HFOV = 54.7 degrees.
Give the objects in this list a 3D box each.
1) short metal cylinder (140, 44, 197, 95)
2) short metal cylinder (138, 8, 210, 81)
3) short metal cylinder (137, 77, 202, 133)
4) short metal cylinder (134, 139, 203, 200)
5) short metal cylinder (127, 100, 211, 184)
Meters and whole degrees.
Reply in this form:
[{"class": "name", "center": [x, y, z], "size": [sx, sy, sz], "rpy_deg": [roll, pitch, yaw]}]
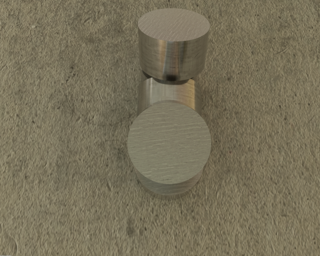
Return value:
[{"class": "short metal cylinder", "center": [0.013, -0.081, 0.426], "size": [0.081, 0.050, 0.080], "rpy_deg": [0, 70, 0]}, {"class": "short metal cylinder", "center": [0.015, -0.099, 0.364], "size": [0.081, 0.050, 0.080], "rpy_deg": [1, 45, -1]}, {"class": "short metal cylinder", "center": [0.012, -0.025, 0.390], "size": [0.080, 0.080, 0.050], "rpy_deg": [1, 70, 0]}, {"class": "short metal cylinder", "center": [0.010, 0.046, 0.380], "size": [0.081, 0.050, 0.080], "rpy_deg": [0, 70, 0]}, {"class": "short metal cylinder", "center": [0.009, 0.012, 0.321], "size": [0.080, 0.050, 0.079], "rpy_deg": [0, 98, 1]}]
